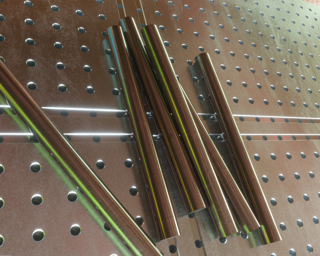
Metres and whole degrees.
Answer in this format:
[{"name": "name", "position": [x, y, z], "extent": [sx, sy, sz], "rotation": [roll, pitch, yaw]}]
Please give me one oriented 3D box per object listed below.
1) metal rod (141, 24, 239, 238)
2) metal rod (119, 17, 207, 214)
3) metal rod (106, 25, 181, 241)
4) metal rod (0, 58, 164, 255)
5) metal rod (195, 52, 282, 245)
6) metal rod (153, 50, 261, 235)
[{"name": "metal rod", "position": [0.033, -0.007, 0.412], "extent": [0.025, 0.025, 0.299], "rotation": [-10, 72, -33]}, {"name": "metal rod", "position": [-0.003, -0.032, 0.425], "extent": [0.025, 0.025, 0.299], "rotation": [-7, 65, -31]}, {"name": "metal rod", "position": [-0.028, -0.011, 0.399], "extent": [0.025, 0.025, 0.299], "rotation": [-3, 63, -29]}, {"name": "metal rod", "position": [-0.104, 0.027, 0.335], "extent": [0.300, 0.025, 0.025], "rotation": [49, 51, 6]}, {"name": "metal rod", "position": [0.107, 0.014, 0.455], "extent": [0.025, 0.025, 0.299], "rotation": [-2, 63, -29]}, {"name": "metal rod", "position": [0.050, 0.001, 0.433], "extent": [0.025, 0.025, 0.299], "rotation": [-16, 70, -34]}]
